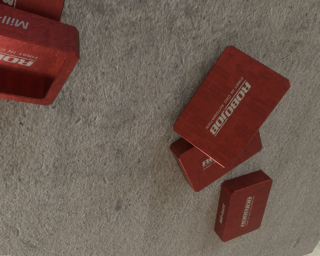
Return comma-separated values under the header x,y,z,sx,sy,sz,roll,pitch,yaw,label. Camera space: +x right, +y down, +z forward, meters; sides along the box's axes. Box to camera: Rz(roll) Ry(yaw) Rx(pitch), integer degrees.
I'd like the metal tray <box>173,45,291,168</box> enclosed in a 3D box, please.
x,y,z,sx,sy,sz,roll,pitch,yaw,label
0.089,-0.026,0.397,0.129,0.090,0.030,-56,165,12,metal tray

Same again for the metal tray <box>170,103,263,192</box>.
x,y,z,sx,sy,sz,roll,pitch,yaw,label
0.089,0.030,0.470,0.131,0.030,0.090,-32,129,-8,metal tray

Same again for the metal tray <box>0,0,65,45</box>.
x,y,z,sx,sy,sz,roll,pitch,yaw,label
-0.120,-0.142,0.250,0.091,0.030,0.129,8,115,-32,metal tray

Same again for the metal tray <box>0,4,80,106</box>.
x,y,z,sx,sy,sz,roll,pitch,yaw,label
-0.144,-0.062,0.255,0.131,0.030,0.090,9,150,-32,metal tray

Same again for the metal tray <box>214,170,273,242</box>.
x,y,z,sx,sy,sz,roll,pitch,yaw,label
0.154,0.147,0.578,0.091,0.030,0.129,-12,124,-22,metal tray
